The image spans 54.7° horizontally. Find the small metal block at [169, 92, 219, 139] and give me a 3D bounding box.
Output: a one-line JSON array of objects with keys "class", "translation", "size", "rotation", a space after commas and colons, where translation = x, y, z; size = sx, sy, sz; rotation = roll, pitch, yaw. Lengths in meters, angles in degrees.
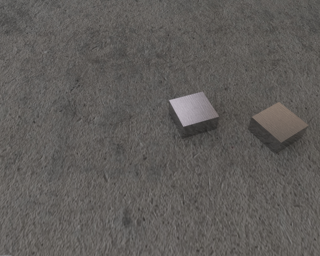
[{"class": "small metal block", "translation": [0.044, -0.018, 0.419], "size": [0.050, 0.025, 0.050], "rotation": [-16, 52, -13]}]

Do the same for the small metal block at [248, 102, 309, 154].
[{"class": "small metal block", "translation": [0.153, -0.001, 0.405], "size": [0.050, 0.025, 0.050], "rotation": [-27, 55, -21]}]
